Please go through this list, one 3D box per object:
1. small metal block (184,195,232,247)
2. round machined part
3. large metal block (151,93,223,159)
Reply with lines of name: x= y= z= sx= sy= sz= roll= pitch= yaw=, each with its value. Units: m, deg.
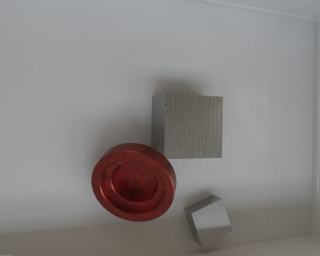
small metal block: x=0.068 y=0.130 z=0.437 sx=0.050 sy=0.025 sz=0.050 roll=-20 pitch=97 yaw=-19
round machined part: x=-0.029 y=0.061 z=0.375 sx=0.098 sy=0.042 sz=0.097 roll=4 pitch=114 yaw=9
large metal block: x=0.035 y=-0.002 z=0.411 sx=0.081 sy=0.050 sz=0.079 roll=1 pitch=90 yaw=-21
